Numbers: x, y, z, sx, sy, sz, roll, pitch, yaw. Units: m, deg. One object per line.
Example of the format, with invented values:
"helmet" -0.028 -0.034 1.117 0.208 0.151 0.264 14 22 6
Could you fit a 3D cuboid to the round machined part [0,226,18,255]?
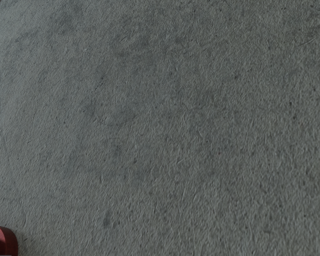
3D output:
"round machined part" -0.242 0.176 0.409 0.098 0.042 0.098 -13 56 20
